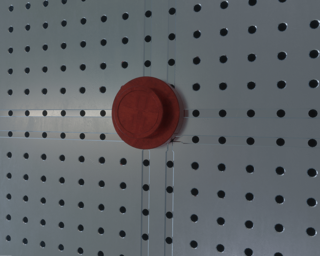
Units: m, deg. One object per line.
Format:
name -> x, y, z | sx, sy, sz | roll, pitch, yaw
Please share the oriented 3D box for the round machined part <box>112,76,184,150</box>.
round machined part -> -0.021, -0.020, 0.411 | 0.098, 0.042, 0.097 | 0, 90, 20
